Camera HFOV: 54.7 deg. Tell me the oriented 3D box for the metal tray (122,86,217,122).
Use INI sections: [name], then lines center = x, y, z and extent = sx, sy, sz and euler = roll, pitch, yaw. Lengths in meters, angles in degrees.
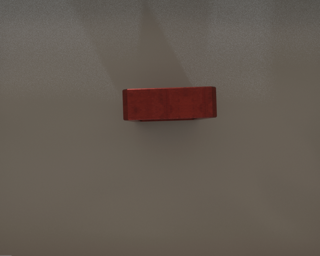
[metal tray]
center = 0.009, -0.024, 0.359
extent = 0.091, 0.130, 0.030
euler = -2, 90, 0
